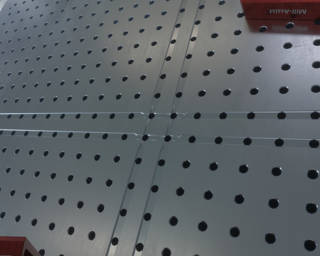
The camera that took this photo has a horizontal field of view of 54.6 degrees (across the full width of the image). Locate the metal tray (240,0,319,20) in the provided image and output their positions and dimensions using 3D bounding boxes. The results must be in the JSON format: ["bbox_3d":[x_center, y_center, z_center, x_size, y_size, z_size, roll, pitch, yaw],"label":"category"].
[{"bbox_3d":[0.189,-0.193,0.424,0.130,0.030,0.090,15,69,34],"label":"metal tray"}]

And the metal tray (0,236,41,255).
[{"bbox_3d":[-0.153,0.172,0.321,0.030,0.129,0.090,5,58,-9],"label":"metal tray"}]
